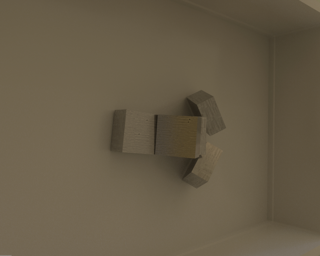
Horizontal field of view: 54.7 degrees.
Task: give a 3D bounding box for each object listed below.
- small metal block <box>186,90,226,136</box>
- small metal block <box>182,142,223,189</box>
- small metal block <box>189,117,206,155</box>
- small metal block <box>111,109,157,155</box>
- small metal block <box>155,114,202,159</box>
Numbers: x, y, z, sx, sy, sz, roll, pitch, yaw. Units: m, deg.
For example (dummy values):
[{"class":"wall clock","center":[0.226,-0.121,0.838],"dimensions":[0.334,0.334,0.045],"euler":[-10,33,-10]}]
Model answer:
[{"class":"small metal block","center":[0.065,-0.023,0.442],"dimensions":[0.025,0.050,0.050],"euler":[-27,111,-3]},{"class":"small metal block","center":[0.059,0.053,0.437],"dimensions":[0.025,0.050,0.050],"euler":[31,66,1]},{"class":"small metal block","center":[0.035,0.010,0.420],"dimensions":[0.025,0.050,0.050],"euler":[1,89,-40]},{"class":"small metal block","center":[-0.030,0.006,0.380],"dimensions":[0.050,0.025,0.050],"euler":[8,85,-40]},{"class":"small metal block","center":[0.023,0.010,0.386],"dimensions":[0.025,0.050,0.050],"euler":[2,92,-72]}]
